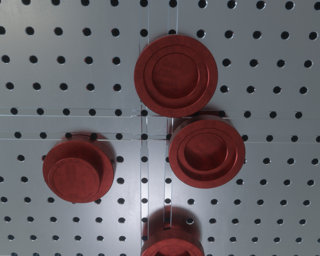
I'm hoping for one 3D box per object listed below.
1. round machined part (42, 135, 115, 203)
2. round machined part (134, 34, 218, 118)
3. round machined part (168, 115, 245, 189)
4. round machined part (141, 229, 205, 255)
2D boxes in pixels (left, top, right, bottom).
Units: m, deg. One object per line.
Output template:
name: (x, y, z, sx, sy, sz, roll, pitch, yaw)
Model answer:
round machined part: (-0.113, 0.063, 0.427, 0.099, 0.042, 0.097, 0, 110, 0)
round machined part: (0.019, -0.065, 0.380, 0.099, 0.042, 0.097, 0, 110, 0)
round machined part: (0.060, 0.028, 0.415, 0.099, 0.042, 0.097, 0, 110, 0)
round machined part: (0.019, 0.196, 0.477, 0.099, 0.042, 0.097, 0, 110, 0)
